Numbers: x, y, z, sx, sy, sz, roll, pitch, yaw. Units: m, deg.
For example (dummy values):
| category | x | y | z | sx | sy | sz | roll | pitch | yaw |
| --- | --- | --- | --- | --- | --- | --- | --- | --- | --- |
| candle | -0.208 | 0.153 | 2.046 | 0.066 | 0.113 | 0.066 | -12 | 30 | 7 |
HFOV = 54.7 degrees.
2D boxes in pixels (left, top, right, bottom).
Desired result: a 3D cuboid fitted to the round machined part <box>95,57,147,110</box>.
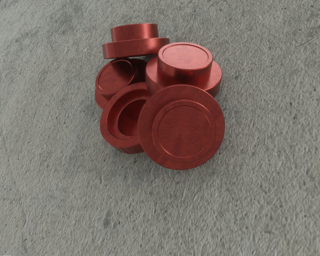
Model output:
| category | x | y | z | sx | sy | sz | roll | pitch | yaw |
| --- | --- | --- | --- | --- | --- | --- | --- | --- | --- |
| round machined part | -0.057 | -0.067 | 0.465 | 0.098 | 0.042 | 0.098 | -13 | 56 | 20 |

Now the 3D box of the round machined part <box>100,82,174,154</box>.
| category | x | y | z | sx | sy | sz | roll | pitch | yaw |
| --- | --- | --- | --- | --- | --- | --- | --- | --- | --- |
| round machined part | -0.027 | -0.009 | 0.413 | 0.098 | 0.042 | 0.098 | -13 | 56 | 20 |

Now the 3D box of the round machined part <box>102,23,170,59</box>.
| category | x | y | z | sx | sy | sz | roll | pitch | yaw |
| --- | --- | --- | --- | --- | --- | --- | --- | --- | --- |
| round machined part | -0.035 | -0.126 | 0.451 | 0.098 | 0.099 | 0.042 | 1 | 104 | 28 |

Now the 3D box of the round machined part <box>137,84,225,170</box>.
| category | x | y | z | sx | sy | sz | roll | pitch | yaw |
| --- | --- | --- | --- | --- | --- | --- | --- | --- | --- |
| round machined part | 0.024 | 0.001 | 0.345 | 0.098 | 0.098 | 0.042 | -37 | 10 | 3 |

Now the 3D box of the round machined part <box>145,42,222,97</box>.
| category | x | y | z | sx | sy | sz | roll | pitch | yaw |
| --- | --- | --- | --- | --- | --- | --- | --- | --- | --- |
| round machined part | 0.031 | -0.075 | 0.395 | 0.099 | 0.042 | 0.098 | 2 | 43 | -2 |
